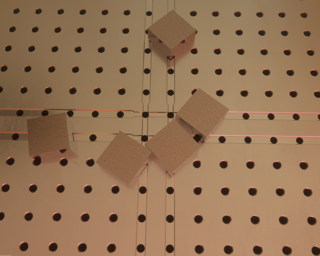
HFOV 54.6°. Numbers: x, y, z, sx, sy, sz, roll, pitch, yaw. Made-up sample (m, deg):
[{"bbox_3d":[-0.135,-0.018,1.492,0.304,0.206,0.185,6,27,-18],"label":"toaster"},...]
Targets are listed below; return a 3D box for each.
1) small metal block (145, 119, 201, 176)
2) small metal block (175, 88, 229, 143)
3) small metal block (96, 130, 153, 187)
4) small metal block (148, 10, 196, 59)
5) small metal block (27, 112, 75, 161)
[{"bbox_3d":[0.016,0.026,0.403,0.050,0.025,0.050,-40,75,-13],"label":"small metal block"},{"bbox_3d":[0.056,-0.017,0.418,0.050,0.025,0.050,38,74,12],"label":"small metal block"},{"bbox_3d":[-0.045,0.040,0.397,0.050,0.025,0.050,33,73,11],"label":"small metal block"},{"bbox_3d":[0.017,-0.140,0.463,0.050,0.025,0.050,-41,75,-13],"label":"small metal block"},{"bbox_3d":[-0.143,0.011,0.407,0.050,0.025,0.050,-11,70,-4],"label":"small metal block"}]
